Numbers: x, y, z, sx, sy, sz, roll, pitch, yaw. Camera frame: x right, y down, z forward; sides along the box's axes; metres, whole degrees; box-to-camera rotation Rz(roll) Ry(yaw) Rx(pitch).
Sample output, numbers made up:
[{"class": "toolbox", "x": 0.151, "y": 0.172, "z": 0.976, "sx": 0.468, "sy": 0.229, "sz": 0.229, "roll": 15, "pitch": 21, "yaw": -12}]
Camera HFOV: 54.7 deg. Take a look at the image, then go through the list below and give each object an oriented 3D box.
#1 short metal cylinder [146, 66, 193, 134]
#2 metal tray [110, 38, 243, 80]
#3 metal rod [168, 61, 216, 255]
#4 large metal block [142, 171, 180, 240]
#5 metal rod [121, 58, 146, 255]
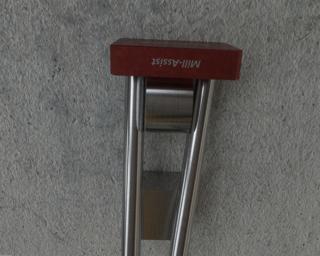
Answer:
[{"class": "short metal cylinder", "x": 0.009, "y": -0.033, "z": 0.370, "sx": 0.050, "sy": 0.080, "sz": 0.079, "roll": 2, "pitch": 110, "yaw": -2}, {"class": "metal tray", "x": 0.016, "y": -0.079, "z": 0.347, "sx": 0.131, "sy": 0.090, "sz": 0.030, "roll": 2, "pitch": 110, "yaw": -1}, {"class": "metal rod", "x": 0.038, "y": 0.063, "z": 0.385, "sx": 0.025, "sy": 0.025, "sz": 0.298, "roll": 8, "pitch": 95, "yaw": -3}, {"class": "large metal block", "x": 0.002, "y": 0.108, "z": 0.435, "sx": 0.081, "sy": 0.050, "sz": 0.079, "roll": 2, "pitch": 110, "yaw": -1}, {"class": "metal rod", "x": -0.033, "y": 0.060, "z": 0.384, "sx": 0.025, "sy": 0.025, "sz": 0.298, "roll": 2, "pitch": 95, "yaw": -1}]
